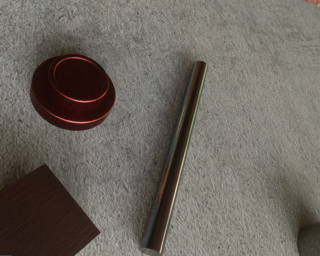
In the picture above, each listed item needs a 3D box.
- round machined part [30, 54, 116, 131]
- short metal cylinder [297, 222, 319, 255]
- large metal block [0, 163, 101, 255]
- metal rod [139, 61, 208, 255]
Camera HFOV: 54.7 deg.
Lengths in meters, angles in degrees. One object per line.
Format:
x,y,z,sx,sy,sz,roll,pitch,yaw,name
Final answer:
-0.100,-0.049,0.370,0.099,0.042,0.098,14,56,-21,round machined part
0.236,0.165,0.417,0.081,0.050,0.080,14,56,-21,short metal cylinder
-0.114,0.092,0.271,0.080,0.050,0.081,49,51,6,large metal block
0.028,0.015,0.411,0.025,0.025,0.300,27,52,-12,metal rod
